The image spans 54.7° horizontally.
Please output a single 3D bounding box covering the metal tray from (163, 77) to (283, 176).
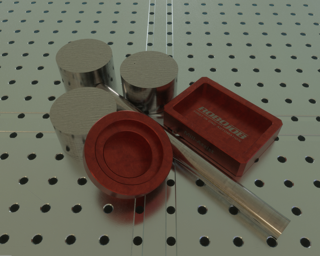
[{"bbox_3d":[0.080,-0.008,0.410,0.130,0.030,0.090,36,59,26],"label":"metal tray"}]

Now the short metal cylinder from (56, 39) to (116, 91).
[{"bbox_3d":[-0.109,-0.090,0.466,0.080,0.050,0.080,0,50,0],"label":"short metal cylinder"}]

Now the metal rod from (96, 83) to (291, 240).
[{"bbox_3d":[0.020,0.025,0.387,0.300,0.025,0.025,37,59,27],"label":"metal rod"}]

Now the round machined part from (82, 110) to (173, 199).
[{"bbox_3d":[-0.038,0.032,0.355,0.099,0.042,0.098,8,64,-16],"label":"round machined part"}]

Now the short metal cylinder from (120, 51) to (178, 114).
[{"bbox_3d":[-0.015,-0.066,0.446,0.080,0.050,0.080,0,50,0],"label":"short metal cylinder"}]

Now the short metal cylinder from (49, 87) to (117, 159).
[{"bbox_3d":[-0.093,-0.007,0.396,0.080,0.050,0.080,0,50,0],"label":"short metal cylinder"}]
